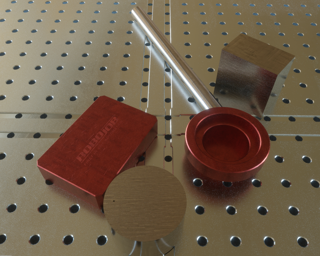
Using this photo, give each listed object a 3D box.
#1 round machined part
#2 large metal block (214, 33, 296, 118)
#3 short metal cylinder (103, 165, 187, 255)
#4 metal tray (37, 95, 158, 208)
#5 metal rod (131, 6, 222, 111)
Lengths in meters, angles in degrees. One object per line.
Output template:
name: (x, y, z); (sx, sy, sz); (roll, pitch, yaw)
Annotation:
round machined part: (0.079, 0.023, 0.378); (0.099, 0.042, 0.098); (0, 50, 0)
large metal block: (0.129, -0.073, 0.435); (0.080, 0.080, 0.050); (33, 57, 24)
short metal cylinder: (-0.014, 0.086, 0.319); (0.081, 0.050, 0.080); (0, 50, 0)
metal tray: (-0.072, 0.023, 0.384); (0.090, 0.030, 0.130); (23, 53, 18)
metal rod: (0.019, -0.116, 0.505); (0.025, 0.025, 0.300); (-19, 53, -16)
